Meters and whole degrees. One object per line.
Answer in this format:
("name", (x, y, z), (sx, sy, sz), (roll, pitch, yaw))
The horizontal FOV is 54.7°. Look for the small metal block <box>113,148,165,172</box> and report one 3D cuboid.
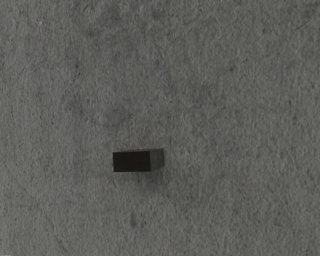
("small metal block", (-0.027, 0.041, 0.404), (0.050, 0.050, 0.025), (-4, 89, 19))
